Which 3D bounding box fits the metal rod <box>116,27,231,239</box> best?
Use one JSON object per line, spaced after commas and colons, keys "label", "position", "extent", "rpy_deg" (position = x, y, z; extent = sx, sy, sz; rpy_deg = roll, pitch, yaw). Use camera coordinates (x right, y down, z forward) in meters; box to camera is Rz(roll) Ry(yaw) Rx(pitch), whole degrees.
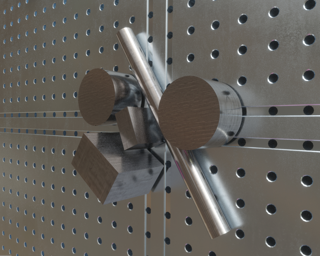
{"label": "metal rod", "position": [0.009, -0.008, 0.397], "extent": [0.025, 0.025, 0.299], "rpy_deg": [-38, 67, 33]}

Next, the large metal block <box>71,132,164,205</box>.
{"label": "large metal block", "position": [-0.057, 0.049, 0.414], "extent": [0.080, 0.081, 0.050], "rpy_deg": [42, 116, 32]}

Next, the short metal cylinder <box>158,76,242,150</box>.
{"label": "short metal cylinder", "position": [0.045, -0.016, 0.351], "extent": [0.080, 0.050, 0.079], "rpy_deg": [0, 90, 40]}

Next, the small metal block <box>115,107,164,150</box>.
{"label": "small metal block", "position": [-0.027, 0.001, 0.410], "extent": [0.025, 0.050, 0.050], "rpy_deg": [-27, 73, 37]}

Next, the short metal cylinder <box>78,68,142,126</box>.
{"label": "short metal cylinder", "position": [-0.073, -0.043, 0.449], "extent": [0.080, 0.050, 0.079], "rpy_deg": [0, 90, 40]}
